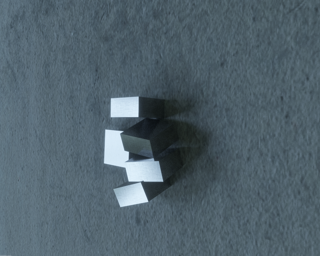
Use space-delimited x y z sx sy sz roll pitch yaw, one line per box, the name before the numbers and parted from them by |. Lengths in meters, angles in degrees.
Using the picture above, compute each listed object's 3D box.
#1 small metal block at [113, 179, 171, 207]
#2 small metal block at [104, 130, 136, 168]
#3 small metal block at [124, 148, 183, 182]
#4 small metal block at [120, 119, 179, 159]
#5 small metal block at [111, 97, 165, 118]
small metal block | -0.023 0.077 0.402 0.050 0.050 0.025 -21 91 38
small metal block | -0.054 0.029 0.447 0.050 0.025 0.050 4 93 39
small metal block | -0.007 0.046 0.386 0.050 0.050 0.025 -6 101 32
small metal block | -0.013 0.011 0.394 0.050 0.050 0.025 10 122 39
small metal block | -0.029 -0.026 0.411 0.050 0.050 0.025 1 91 40
